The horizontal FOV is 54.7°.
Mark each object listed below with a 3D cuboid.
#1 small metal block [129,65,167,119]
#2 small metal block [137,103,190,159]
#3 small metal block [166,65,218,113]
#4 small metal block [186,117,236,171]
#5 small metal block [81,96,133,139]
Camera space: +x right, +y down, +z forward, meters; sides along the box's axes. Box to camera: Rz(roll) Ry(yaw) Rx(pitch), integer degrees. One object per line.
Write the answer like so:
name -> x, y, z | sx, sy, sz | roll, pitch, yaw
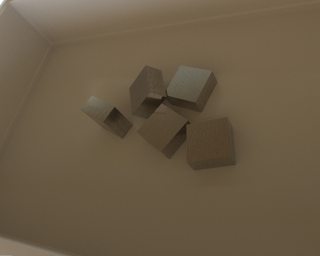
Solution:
small metal block -> -0.018, -0.049, 0.429 | 0.050, 0.025, 0.050 | -47, 41, 41
small metal block -> 0.007, 0.004, 0.399 | 0.050, 0.025, 0.050 | -49, 52, -7
small metal block -> 0.041, -0.053, 0.416 | 0.050, 0.025, 0.050 | 18, 71, 34
small metal block -> 0.059, 0.019, 0.362 | 0.050, 0.025, 0.050 | -11, 57, 22
small metal block -> -0.074, -0.015, 0.436 | 0.050, 0.050, 0.025 | 26, 76, 36
